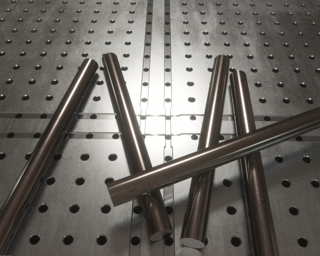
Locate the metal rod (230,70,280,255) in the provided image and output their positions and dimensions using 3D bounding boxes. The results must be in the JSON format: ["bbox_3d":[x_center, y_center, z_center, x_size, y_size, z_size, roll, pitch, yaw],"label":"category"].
[{"bbox_3d":[0.111,0.036,0.378,0.025,0.025,0.300,3,50,2],"label":"metal rod"}]

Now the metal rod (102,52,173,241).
[{"bbox_3d":[-0.040,-0.001,0.407,0.025,0.025,0.300,-12,51,-11],"label":"metal rod"}]

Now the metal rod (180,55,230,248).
[{"bbox_3d":[0.066,0.004,0.405,0.025,0.025,0.300,10,51,8],"label":"metal rod"}]

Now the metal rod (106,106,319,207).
[{"bbox_3d":[0.088,0.023,0.355,0.302,0.025,0.025,-18,53,-15],"label":"metal rod"}]

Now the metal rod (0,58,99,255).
[{"bbox_3d":[-0.137,0.013,0.395,0.025,0.025,0.300,9,50,7],"label":"metal rod"}]
